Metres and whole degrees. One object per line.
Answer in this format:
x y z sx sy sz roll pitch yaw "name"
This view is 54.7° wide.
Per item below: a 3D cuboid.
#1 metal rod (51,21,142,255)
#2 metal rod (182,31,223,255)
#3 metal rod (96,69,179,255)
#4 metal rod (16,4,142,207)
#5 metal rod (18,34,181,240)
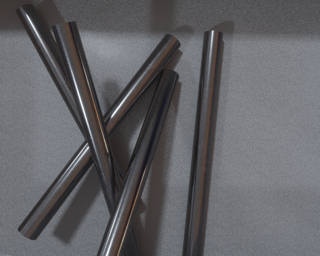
-0.067 0.031 0.364 0.025 0.025 0.298 -13 107 0 "metal rod"
0.057 0.023 0.411 0.025 0.025 0.298 6 90 0 "metal rod"
-0.028 0.059 0.350 0.025 0.025 0.300 18 65 0 "metal rod"
-0.106 -0.025 0.410 0.025 0.025 0.299 -29 90 0 "metal rod"
-0.069 0.004 0.387 0.025 0.025 0.300 36 81 0 "metal rod"
